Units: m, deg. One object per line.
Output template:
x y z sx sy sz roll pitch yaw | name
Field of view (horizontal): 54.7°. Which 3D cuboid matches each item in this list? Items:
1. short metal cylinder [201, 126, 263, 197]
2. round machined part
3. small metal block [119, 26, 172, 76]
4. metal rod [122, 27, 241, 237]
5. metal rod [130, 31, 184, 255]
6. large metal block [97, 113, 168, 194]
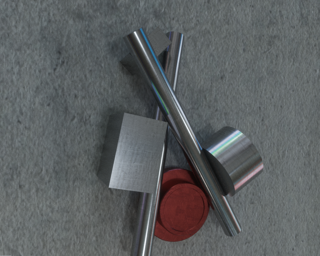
0.090 0.044 0.416 0.050 0.080 0.080 -34 101 -17 | short metal cylinder
0.024 0.103 0.412 0.099 0.042 0.097 0 90 -21 | round machined part
-0.019 -0.095 0.390 0.050 0.050 0.025 -47 105 -14 | small metal block
0.037 0.020 0.388 0.025 0.025 0.299 -34 110 -17 | metal rod
-0.002 0.020 0.394 0.025 0.025 0.299 13 80 -20 | metal rod
-0.036 0.027 0.369 0.050 0.080 0.080 13 86 -20 | large metal block
